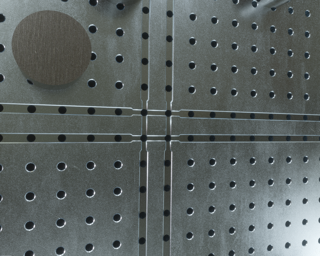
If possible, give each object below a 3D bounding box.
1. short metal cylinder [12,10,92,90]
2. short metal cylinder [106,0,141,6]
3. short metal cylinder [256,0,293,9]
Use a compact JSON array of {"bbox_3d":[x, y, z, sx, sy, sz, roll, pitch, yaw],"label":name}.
[{"bbox_3d":[-0.122,-0.086,0.354,0.081,0.050,0.079,0,90,-20],"label":"short metal cylinder"},{"bbox_3d":[-0.044,-0.200,0.383,0.081,0.050,0.079,0,90,-20],"label":"short metal cylinder"},{"bbox_3d":[0.182,-0.229,0.466,0.081,0.050,0.079,0,90,-20],"label":"short metal cylinder"}]
